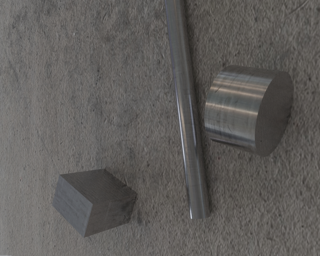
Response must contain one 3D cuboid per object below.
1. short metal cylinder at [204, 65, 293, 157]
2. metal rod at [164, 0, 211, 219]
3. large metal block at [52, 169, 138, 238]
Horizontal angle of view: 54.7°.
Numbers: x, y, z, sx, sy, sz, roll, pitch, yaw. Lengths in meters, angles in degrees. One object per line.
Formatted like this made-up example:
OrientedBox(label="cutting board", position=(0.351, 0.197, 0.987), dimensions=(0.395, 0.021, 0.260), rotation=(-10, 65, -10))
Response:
OrientedBox(label="short metal cylinder", position=(0.087, -0.018, 0.298), dimensions=(0.050, 0.081, 0.079), rotation=(18, 101, 38))
OrientedBox(label="metal rod", position=(0.031, -0.043, 0.379), dimensions=(0.025, 0.025, 0.298), rotation=(-11, 83, 39))
OrientedBox(label="large metal block", position=(-0.094, 0.103, 0.446), dimensions=(0.080, 0.081, 0.050), rotation=(28, 108, 36))
